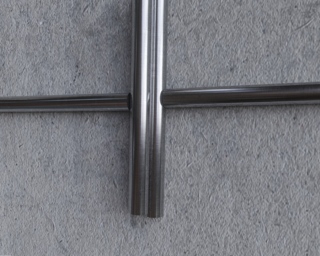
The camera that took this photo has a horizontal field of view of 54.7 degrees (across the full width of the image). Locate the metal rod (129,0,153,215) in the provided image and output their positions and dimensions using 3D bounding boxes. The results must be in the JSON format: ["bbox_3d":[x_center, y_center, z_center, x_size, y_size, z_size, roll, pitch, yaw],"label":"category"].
[{"bbox_3d":[-0.024,-0.041,0.396,0.025,0.025,0.298,1,90,19],"label":"metal rod"}]

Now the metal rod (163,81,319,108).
[{"bbox_3d":[0.150,-0.040,0.357,0.301,0.025,0.025,0,90,19],"label":"metal rod"}]

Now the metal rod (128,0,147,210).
[{"bbox_3d":[-0.028,-0.039,0.420,0.025,0.025,0.298,1,90,19],"label":"metal rod"}]

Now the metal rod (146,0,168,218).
[{"bbox_3d":[-0.004,-0.033,0.412,0.025,0.025,0.298,1,90,19],"label":"metal rod"}]

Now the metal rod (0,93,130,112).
[{"bbox_3d":[-0.182,-0.037,0.472,0.301,0.025,0.025,1,90,19],"label":"metal rod"}]
